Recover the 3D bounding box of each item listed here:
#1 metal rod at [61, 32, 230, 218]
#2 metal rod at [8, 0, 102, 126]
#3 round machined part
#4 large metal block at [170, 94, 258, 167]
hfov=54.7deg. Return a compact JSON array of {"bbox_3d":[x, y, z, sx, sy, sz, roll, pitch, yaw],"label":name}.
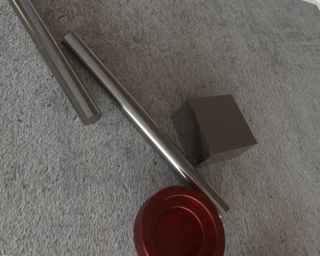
[{"bbox_3d":[-0.022,-0.007,0.397,0.300,0.025,0.025,48,51,5],"label":"metal rod"},{"bbox_3d":[-0.161,-0.132,0.398,0.025,0.025,0.299,-25,75,-37],"label":"metal rod"},{"bbox_3d":[0.017,0.115,0.333,0.099,0.042,0.098,14,56,-21],"label":"round machined part"},{"bbox_3d":[0.073,0.003,0.427,0.081,0.050,0.080,-9,67,-33],"label":"large metal block"}]
